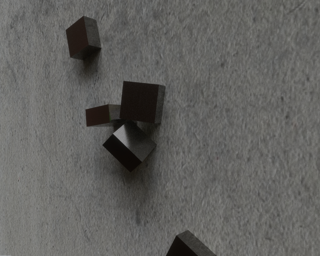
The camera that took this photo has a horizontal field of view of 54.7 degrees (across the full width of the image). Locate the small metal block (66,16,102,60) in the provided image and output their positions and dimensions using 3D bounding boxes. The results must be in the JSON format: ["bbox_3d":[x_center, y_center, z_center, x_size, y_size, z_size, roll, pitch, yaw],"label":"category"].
[{"bbox_3d":[-0.125,-0.146,0.505,0.050,0.025,0.050,-19,78,38],"label":"small metal block"}]

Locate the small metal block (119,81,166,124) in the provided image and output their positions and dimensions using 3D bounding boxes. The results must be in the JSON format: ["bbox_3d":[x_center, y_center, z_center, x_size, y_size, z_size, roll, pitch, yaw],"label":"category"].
[{"bbox_3d":[-0.023,-0.034,0.412,0.050,0.025,0.050,9,96,19],"label":"small metal block"}]

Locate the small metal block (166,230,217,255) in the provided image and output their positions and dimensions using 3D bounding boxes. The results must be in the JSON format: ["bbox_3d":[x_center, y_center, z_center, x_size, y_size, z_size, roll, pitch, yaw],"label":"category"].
[{"bbox_3d":[0.035,0.162,0.374,0.050,0.025,0.050,36,112,34],"label":"small metal block"}]

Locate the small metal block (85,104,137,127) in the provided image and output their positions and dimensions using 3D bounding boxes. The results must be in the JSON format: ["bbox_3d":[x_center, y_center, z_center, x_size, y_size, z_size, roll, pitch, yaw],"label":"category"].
[{"bbox_3d":[-0.070,-0.017,0.444,0.050,0.050,0.025,-8,85,40],"label":"small metal block"}]

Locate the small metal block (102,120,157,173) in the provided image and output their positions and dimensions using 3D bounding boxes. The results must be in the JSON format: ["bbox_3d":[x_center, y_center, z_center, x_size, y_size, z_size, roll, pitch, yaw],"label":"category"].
[{"bbox_3d":[-0.039,0.022,0.407,0.050,0.050,0.025,45,121,-2],"label":"small metal block"}]
